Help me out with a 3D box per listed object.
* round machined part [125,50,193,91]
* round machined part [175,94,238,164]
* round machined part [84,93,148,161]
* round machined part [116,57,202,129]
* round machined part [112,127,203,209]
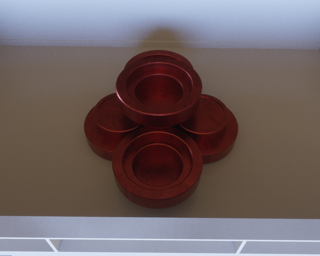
[{"bbox_3d":[-0.002,-0.066,0.447,0.099,0.042,0.098,0,50,0],"label":"round machined part"},{"bbox_3d":[0.051,-0.006,0.397,0.099,0.042,0.098,0,50,0],"label":"round machined part"},{"bbox_3d":[-0.048,-0.009,0.398,0.099,0.042,0.098,0,50,0],"label":"round machined part"},{"bbox_3d":[-0.001,-0.037,0.368,0.099,0.042,0.098,0,50,0],"label":"round machined part"},{"bbox_3d":[-0.003,0.047,0.352,0.099,0.042,0.098,0,50,0],"label":"round machined part"}]
